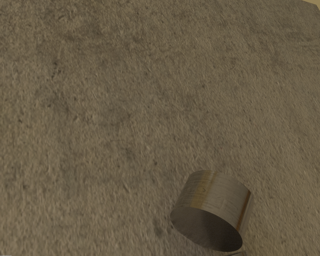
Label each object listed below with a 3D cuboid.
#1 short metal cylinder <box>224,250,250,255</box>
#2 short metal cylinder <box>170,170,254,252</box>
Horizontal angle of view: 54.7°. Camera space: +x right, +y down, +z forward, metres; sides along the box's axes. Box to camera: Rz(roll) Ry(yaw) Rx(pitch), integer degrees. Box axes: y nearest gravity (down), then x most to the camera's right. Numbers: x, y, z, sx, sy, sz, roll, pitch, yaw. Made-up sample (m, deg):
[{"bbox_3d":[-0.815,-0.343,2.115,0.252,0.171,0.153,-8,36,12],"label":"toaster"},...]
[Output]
[{"bbox_3d":[0.057,0.157,0.305,0.081,0.080,0.050,-2,63,-30],"label":"short metal cylinder"},{"bbox_3d":[0.058,0.093,0.345,0.080,0.080,0.050,36,51,-5],"label":"short metal cylinder"}]
